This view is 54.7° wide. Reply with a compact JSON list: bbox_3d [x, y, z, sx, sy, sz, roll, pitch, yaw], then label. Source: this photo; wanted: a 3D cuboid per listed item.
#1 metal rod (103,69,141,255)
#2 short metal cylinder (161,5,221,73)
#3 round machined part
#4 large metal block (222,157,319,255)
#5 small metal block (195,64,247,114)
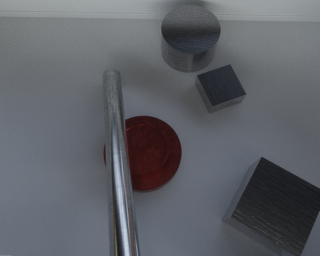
[{"bbox_3d":[-0.045,0.030,0.332,0.025,0.025,0.300,-9,45,-4],"label":"metal rod"},{"bbox_3d":[0.042,-0.127,0.443,0.081,0.050,0.080,0,70,0],"label":"short metal cylinder"},{"bbox_3d":[-0.022,0.029,0.390,0.099,0.042,0.098,0,70,-1],"label":"round machined part"},{"bbox_3d":[0.132,0.093,0.364,0.080,0.050,0.080,30,73,10],"label":"large metal block"},{"bbox_3d":[0.083,-0.054,0.431,0.050,0.025,0.050,-20,71,-8],"label":"small metal block"}]
